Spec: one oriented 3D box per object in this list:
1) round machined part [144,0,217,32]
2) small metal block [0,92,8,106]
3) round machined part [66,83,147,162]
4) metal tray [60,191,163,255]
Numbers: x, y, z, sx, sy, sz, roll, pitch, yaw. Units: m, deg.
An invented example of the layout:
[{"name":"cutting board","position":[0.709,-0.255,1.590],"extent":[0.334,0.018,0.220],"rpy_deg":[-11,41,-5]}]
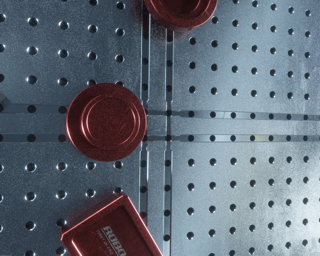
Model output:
[{"name":"round machined part","position":[0.023,-0.176,0.412],"extent":[0.099,0.042,0.097],"rpy_deg":[0,90,-20]},{"name":"small metal block","position":[-0.206,-0.034,0.337],"extent":[0.050,0.025,0.050],"rpy_deg":[-47,105,-14]},{"name":"round machined part","position":[-0.063,-0.007,0.380],"extent":[0.099,0.042,0.097],"rpy_deg":[0,90,-20]},{"name":"metal tray","position":[-0.053,0.158,0.390],"extent":[0.091,0.030,0.130],"rpy_deg":[-31,100,-17]}]
